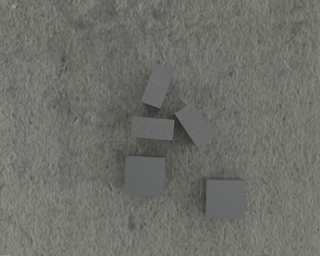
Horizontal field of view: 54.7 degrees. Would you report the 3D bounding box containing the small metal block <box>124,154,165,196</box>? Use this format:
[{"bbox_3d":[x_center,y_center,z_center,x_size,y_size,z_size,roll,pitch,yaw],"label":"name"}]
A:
[{"bbox_3d":[-0.020,0.062,0.410,0.050,0.025,0.050,3,90,-1],"label":"small metal block"}]

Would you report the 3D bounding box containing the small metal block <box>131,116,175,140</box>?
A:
[{"bbox_3d":[-0.009,0.000,0.397,0.050,0.050,0.025,5,90,-1],"label":"small metal block"}]

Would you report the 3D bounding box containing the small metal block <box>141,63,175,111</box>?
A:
[{"bbox_3d":[-0.003,-0.051,0.397,0.025,0.050,0.050,21,90,0],"label":"small metal block"}]

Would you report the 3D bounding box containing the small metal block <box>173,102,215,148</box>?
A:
[{"bbox_3d":[0.042,-0.004,0.398,0.025,0.050,0.050,-34,90,0],"label":"small metal block"}]

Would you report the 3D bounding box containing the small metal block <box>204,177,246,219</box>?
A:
[{"bbox_3d":[0.085,0.092,0.411,0.050,0.025,0.050,2,90,-1],"label":"small metal block"}]
